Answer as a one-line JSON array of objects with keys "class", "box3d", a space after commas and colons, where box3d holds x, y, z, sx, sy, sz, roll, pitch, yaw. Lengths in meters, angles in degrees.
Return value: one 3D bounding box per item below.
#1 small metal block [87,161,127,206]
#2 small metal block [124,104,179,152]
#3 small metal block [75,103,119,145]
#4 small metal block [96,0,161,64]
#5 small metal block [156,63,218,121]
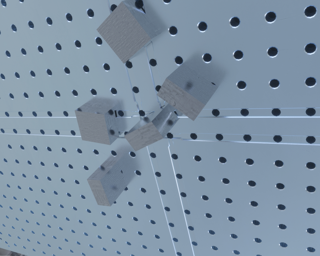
[{"class": "small metal block", "box3d": [-0.083, 0.087, 0.491, 0.025, 0.050, 0.050, -2, 118, 29]}, {"class": "small metal block", "box3d": [-0.010, -0.001, 0.399, 0.050, 0.050, 0.025, -27, 104, 37]}, {"class": "small metal block", "box3d": [-0.092, -0.006, 0.454, 0.050, 0.025, 0.050, 8, 122, 23]}, {"class": "small metal block", "box3d": [-0.037, -0.112, 0.360, 0.050, 0.025, 0.050, -32, 101, 38]}, {"class": "small metal block", "box3d": [0.032, -0.042, 0.351, 0.050, 0.050, 0.025, 36, 129, 4]}]
